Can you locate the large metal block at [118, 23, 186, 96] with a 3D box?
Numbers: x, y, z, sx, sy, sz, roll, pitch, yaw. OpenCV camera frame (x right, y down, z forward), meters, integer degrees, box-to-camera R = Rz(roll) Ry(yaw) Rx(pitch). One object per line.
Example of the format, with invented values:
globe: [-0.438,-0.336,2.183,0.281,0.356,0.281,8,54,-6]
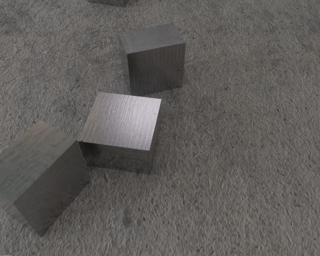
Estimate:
large metal block: [-0.012,-0.097,0.449,0.081,0.080,0.050,-14,52,-12]

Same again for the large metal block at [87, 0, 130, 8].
large metal block: [-0.099,-0.296,0.635,0.080,0.050,0.080,13,51,10]

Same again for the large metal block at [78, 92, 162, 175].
large metal block: [-0.044,0.005,0.382,0.080,0.050,0.080,7,50,6]

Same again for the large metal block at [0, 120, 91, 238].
large metal block: [-0.124,0.053,0.322,0.050,0.080,0.080,25,55,20]
